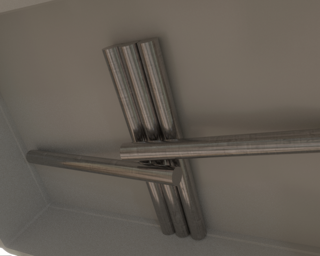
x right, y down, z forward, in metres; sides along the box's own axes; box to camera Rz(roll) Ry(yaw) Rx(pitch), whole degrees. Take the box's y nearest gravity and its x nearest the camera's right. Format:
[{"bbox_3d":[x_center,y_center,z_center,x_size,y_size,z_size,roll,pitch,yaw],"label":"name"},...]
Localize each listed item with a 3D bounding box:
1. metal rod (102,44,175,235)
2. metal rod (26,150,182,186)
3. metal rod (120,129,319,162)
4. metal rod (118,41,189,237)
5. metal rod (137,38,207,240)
[{"bbox_3d":[-0.022,0.032,0.437,0.025,0.025,0.298,-2,118,28],"label":"metal rod"},{"bbox_3d":[-0.104,0.056,0.473,0.300,0.025,0.025,2,120,33],"label":"metal rod"},{"bbox_3d":[0.092,0.019,0.347,0.301,0.025,0.025,-5,116,23],"label":"metal rod"},{"bbox_3d":[0.000,0.032,0.425,0.025,0.025,0.298,-2,118,28],"label":"metal rod"},{"bbox_3d":[0.023,0.031,0.413,0.025,0.025,0.298,-2,118,28],"label":"metal rod"}]
